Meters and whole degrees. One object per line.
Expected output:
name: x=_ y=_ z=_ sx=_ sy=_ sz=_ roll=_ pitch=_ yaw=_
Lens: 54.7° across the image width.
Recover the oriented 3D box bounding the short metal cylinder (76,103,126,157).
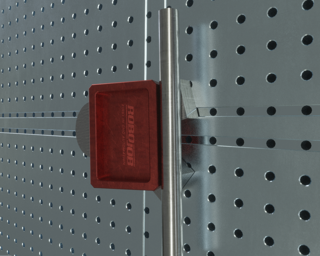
short metal cylinder: x=-0.079 y=0.002 z=0.454 sx=0.080 sy=0.050 sz=0.079 roll=0 pitch=90 yaw=39

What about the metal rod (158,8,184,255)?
metal rod: x=0.013 y=0.012 z=0.364 sx=0.025 sy=0.025 sz=0.298 roll=-2 pitch=89 yaw=39

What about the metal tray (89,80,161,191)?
metal tray: x=-0.041 y=0.009 z=0.386 sx=0.090 sy=0.030 sz=0.129 roll=-1 pitch=89 yaw=20

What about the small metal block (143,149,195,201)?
small metal block: x=0.008 y=0.059 z=0.400 sx=0.050 sy=0.025 sz=0.050 roll=46 pitch=117 yaw=29

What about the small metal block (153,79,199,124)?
small metal block: x=0.016 y=-0.029 z=0.394 sx=0.050 sy=0.025 sz=0.050 roll=-19 pitch=78 yaw=38
